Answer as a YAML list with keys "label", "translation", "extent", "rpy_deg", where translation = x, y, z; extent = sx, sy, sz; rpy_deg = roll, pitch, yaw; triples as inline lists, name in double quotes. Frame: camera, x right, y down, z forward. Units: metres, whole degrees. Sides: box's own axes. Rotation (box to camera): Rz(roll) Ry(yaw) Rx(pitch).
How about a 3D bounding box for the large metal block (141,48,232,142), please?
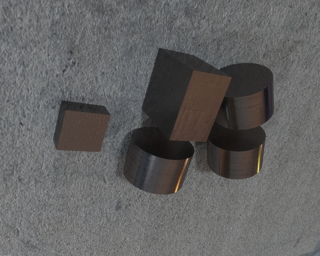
- label: "large metal block"
  translation: [0.026, -0.039, 0.361]
  extent: [0.050, 0.080, 0.079]
  rpy_deg: [4, 117, -30]

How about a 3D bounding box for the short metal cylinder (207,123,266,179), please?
- label: "short metal cylinder"
  translation: [0.109, 0.028, 0.448]
  extent: [0.081, 0.080, 0.050]
  rpy_deg: [-19, 126, -18]

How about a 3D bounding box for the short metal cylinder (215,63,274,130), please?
- label: "short metal cylinder"
  translation: [0.105, -0.042, 0.402]
  extent: [0.080, 0.080, 0.050]
  rpy_deg: [-27, 128, -12]

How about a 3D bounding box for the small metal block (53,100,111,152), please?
- label: "small metal block"
  translation: [-0.091, -0.001, 0.357]
  extent: [0.050, 0.025, 0.050]
  rpy_deg: [6, 116, -31]

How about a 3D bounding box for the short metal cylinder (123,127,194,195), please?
- label: "short metal cylinder"
  translation: [-0.002, 0.039, 0.394]
  extent: [0.081, 0.080, 0.050]
  rpy_deg: [2, 118, -29]
